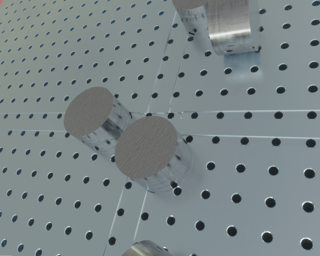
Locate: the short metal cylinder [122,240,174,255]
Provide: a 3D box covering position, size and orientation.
[{"bbox_3d":[-0.009,0.152,0.283,0.050,0.080,0.080,21,73,35],"label":"short metal cylinder"}]

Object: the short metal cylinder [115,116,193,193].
[{"bbox_3d":[-0.007,0.032,0.375,0.080,0.050,0.080,-13,56,20],"label":"short metal cylinder"}]

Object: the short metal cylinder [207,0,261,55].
[{"bbox_3d":[0.099,-0.138,0.405,0.050,0.080,0.080,-2,61,27],"label":"short metal cylinder"}]

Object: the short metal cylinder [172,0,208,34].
[{"bbox_3d":[0.065,-0.192,0.475,0.080,0.050,0.080,-13,56,21],"label":"short metal cylinder"}]

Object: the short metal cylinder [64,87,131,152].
[{"bbox_3d":[-0.089,-0.012,0.444,0.080,0.050,0.080,-13,56,20],"label":"short metal cylinder"}]
